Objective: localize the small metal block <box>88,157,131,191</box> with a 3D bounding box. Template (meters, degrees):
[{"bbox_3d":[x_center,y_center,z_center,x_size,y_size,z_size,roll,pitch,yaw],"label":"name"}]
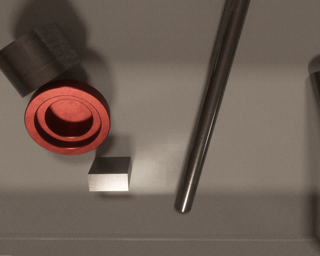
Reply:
[{"bbox_3d":[-0.066,0.061,0.420,0.050,0.050,0.025,-1,110,0],"label":"small metal block"}]

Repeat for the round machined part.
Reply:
[{"bbox_3d":[-0.112,-0.017,0.386,0.099,0.042,0.097,-5,125,-6],"label":"round machined part"}]

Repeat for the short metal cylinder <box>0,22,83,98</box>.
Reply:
[{"bbox_3d":[-0.137,-0.077,0.352,0.080,0.080,0.050,-29,108,10],"label":"short metal cylinder"}]

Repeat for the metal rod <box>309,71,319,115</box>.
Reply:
[{"bbox_3d":[0.234,0.075,0.379,0.025,0.025,0.298,-13,86,4],"label":"metal rod"}]

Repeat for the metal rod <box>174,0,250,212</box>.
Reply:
[{"bbox_3d":[0.064,-0.021,0.404,0.025,0.025,0.298,11,110,-5],"label":"metal rod"}]
